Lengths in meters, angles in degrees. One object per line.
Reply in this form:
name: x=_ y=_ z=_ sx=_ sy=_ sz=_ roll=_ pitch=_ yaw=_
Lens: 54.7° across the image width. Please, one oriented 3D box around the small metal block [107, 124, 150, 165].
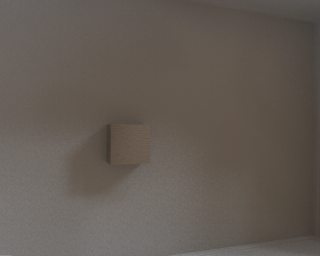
small metal block: x=-0.041 y=0.020 z=0.396 sx=0.050 sy=0.025 sz=0.050 roll=1 pitch=90 yaw=-21
